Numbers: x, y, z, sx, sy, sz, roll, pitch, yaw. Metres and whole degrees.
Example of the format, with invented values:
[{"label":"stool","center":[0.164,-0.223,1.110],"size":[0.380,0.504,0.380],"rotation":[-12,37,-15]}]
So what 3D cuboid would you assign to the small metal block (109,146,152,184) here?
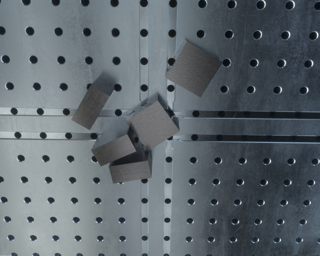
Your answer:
[{"label":"small metal block","center":[-0.038,0.048,0.417],"size":[0.050,0.050,0.025],"rotation":[-9,110,3]}]

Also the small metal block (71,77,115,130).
[{"label":"small metal block","center":[-0.082,-0.032,0.388],"size":[0.025,0.050,0.050],"rotation":[31,107,-11]}]

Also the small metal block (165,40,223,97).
[{"label":"small metal block","center":[0.041,-0.074,0.386],"size":[0.050,0.025,0.050],"rotation":[28,108,-10]}]

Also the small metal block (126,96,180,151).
[{"label":"small metal block","center":[-0.009,-0.006,0.411],"size":[0.050,0.025,0.050],"rotation":[-33,107,11]}]

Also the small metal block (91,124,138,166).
[{"label":"small metal block","center":[-0.057,0.019,0.407],"size":[0.050,0.050,0.025],"rotation":[-24,108,8]}]
